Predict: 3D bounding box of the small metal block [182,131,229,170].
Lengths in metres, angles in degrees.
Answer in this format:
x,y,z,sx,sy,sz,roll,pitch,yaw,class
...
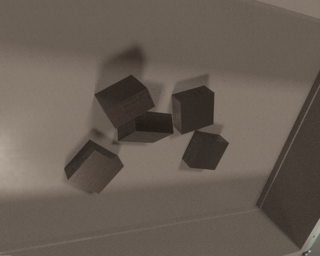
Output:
x,y,z,sx,sy,sz,roll,pitch,yaw,class
0.069,0.035,0.470,0.050,0.025,0.050,10,113,-33,small metal block

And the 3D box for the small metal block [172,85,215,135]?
x,y,z,sx,sy,sz,roll,pitch,yaw,class
0.045,-0.025,0.420,0.050,0.025,0.050,-18,126,-19,small metal block

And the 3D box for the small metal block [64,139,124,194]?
x,y,z,sx,sy,sz,roll,pitch,yaw,class
-0.084,0.050,0.395,0.050,0.025,0.050,-48,129,6,small metal block

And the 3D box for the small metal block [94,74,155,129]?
x,y,z,sx,sy,sz,roll,pitch,yaw,class
-0.041,-0.031,0.351,0.050,0.050,0.025,-30,125,-9,small metal block

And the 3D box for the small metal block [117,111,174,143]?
x,y,z,sx,sy,sz,roll,pitch,yaw,class
-0.019,0.000,0.381,0.050,0.050,0.025,5,72,-31,small metal block
